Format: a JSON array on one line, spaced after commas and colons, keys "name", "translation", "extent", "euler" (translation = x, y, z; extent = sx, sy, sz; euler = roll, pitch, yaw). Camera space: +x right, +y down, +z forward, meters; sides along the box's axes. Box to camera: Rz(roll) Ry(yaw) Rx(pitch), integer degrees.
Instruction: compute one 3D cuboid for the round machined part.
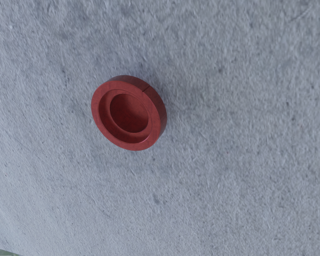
[{"name": "round machined part", "translation": [-0.036, -0.023, 0.399], "extent": [0.098, 0.042, 0.097], "euler": [13, 124, 20]}]
